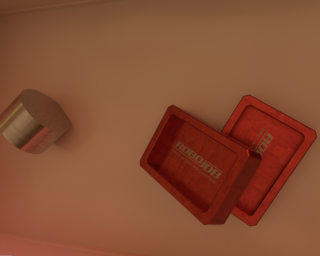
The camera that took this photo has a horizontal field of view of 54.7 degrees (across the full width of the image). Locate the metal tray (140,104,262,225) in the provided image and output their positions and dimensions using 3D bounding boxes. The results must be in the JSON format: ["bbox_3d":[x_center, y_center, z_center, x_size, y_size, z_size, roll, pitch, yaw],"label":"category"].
[{"bbox_3d":[0.040,0.038,0.362,0.130,0.030,0.090,35,101,44],"label":"metal tray"}]

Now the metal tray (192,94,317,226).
[{"bbox_3d":[0.108,0.037,0.369,0.090,0.030,0.129,33,100,16],"label":"metal tray"}]

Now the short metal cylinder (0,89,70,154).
[{"bbox_3d":[-0.178,-0.009,0.442,0.050,0.080,0.080,-41,77,15],"label":"short metal cylinder"}]
